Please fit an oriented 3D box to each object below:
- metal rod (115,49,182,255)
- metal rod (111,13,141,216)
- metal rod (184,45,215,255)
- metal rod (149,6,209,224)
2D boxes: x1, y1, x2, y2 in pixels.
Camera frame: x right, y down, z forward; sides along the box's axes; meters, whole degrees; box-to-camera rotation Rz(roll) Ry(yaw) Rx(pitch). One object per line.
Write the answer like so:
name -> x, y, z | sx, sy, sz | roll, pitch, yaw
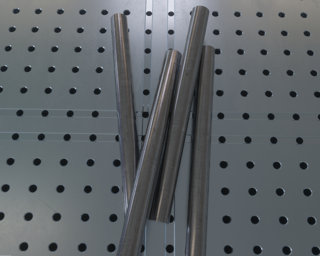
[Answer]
metal rod -> -0.010, 0.025, 0.384 | 0.025, 0.025, 0.300 | 11, 64, 4
metal rod -> -0.046, -0.026, 0.421 | 0.025, 0.025, 0.299 | -6, 70, -2
metal rod -> 0.053, 0.026, 0.402 | 0.025, 0.025, 0.299 | 5, 70, 2
metal rod -> 0.029, -0.029, 0.411 | 0.025, 0.025, 0.299 | 11, 74, 4
